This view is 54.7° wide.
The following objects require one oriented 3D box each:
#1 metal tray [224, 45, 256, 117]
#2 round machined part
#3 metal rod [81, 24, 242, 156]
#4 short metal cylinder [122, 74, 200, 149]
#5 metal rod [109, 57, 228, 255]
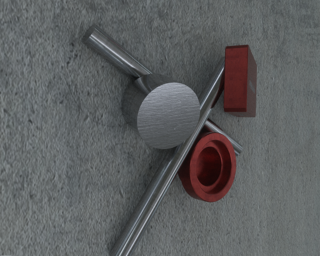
[{"bbox_3d":[0.125,-0.065,0.470,0.130,0.030,0.089,4,87,-68],"label":"metal tray"},{"bbox_3d":[0.063,0.055,0.448,0.099,0.042,0.097,0,90,-40],"label":"round machined part"},{"bbox_3d":[0.023,-0.034,0.426,0.301,0.025,0.025,35,69,-35],"label":"metal rod"},{"bbox_3d":[0.001,-0.021,0.373,0.081,0.050,0.079,-11,115,-24],"label":"short metal cylinder"},{"bbox_3d":[0.024,0.030,0.404,0.025,0.025,0.300,41,72,-33],"label":"metal rod"}]
